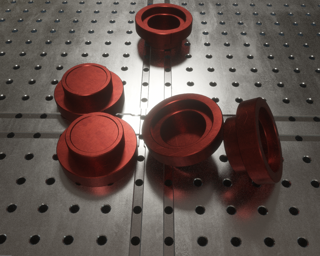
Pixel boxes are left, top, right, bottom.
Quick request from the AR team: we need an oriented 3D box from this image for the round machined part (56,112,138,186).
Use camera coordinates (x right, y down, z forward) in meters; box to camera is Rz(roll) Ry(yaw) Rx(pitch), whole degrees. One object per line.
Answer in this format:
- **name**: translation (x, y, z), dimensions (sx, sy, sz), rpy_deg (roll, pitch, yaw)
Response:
- **round machined part**: translation (-0.077, 0.019, 0.380), dimensions (0.099, 0.042, 0.098), rpy_deg (0, 50, 0)

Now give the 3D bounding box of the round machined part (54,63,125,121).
- **round machined part**: translation (-0.101, -0.056, 0.442), dimensions (0.099, 0.042, 0.098), rpy_deg (0, 50, 0)

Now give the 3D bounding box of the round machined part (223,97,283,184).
- **round machined part**: translation (0.106, 0.016, 0.359), dimensions (0.042, 0.098, 0.098), rpy_deg (-14, 42, 32)

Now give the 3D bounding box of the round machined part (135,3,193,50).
- **round machined part**: translation (0.007, -0.175, 0.544), dimensions (0.099, 0.042, 0.098), rpy_deg (0, 50, 0)

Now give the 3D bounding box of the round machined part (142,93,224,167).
- **round machined part**: translation (0.031, 0.006, 0.381), dimensions (0.098, 0.042, 0.098), rpy_deg (-10, 49, 12)
